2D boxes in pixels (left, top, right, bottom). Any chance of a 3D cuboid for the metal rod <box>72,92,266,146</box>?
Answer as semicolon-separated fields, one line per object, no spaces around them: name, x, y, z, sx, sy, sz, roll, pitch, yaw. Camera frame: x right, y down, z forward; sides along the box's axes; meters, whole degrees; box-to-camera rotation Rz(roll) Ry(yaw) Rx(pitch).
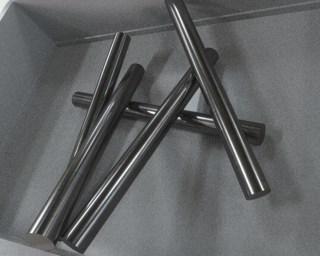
metal rod;-0.011;-0.020;0.423;0.300;0.025;0.025;12;68;33

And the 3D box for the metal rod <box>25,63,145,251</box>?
metal rod;-0.067;0.002;0.366;0.025;0.025;0.301;-11;34;22

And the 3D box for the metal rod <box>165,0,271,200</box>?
metal rod;0.056;-0.060;0.370;0.025;0.025;0.299;-25;59;13

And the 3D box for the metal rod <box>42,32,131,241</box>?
metal rod;-0.096;0.001;0.430;0.025;0.025;0.299;7;73;31

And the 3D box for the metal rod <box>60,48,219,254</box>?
metal rod;-0.003;0.000;0.349;0.025;0.025;0.301;11;49;32
